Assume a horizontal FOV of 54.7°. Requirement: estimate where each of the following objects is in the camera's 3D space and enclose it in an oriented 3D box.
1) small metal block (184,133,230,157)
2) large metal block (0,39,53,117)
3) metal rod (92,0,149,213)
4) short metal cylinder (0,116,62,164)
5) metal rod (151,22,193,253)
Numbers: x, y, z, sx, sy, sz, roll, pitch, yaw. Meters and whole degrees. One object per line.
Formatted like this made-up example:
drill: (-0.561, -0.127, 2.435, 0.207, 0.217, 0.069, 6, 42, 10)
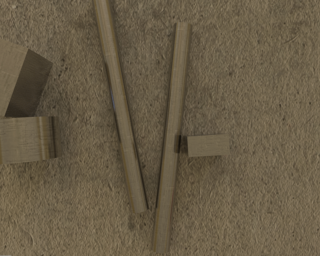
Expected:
small metal block: (0.059, 0.021, 0.398, 0.050, 0.050, 0.025, -4, 90, -1)
large metal block: (-0.182, -0.059, 0.380, 0.050, 0.080, 0.080, 19, 90, 0)
metal rod: (-0.054, -0.038, 0.409, 0.025, 0.025, 0.298, -10, 90, 0)
short metal cylinder: (-0.164, 0.014, 0.380, 0.081, 0.080, 0.050, -5, 90, -1)
metal rod: (0.016, 0.012, 0.410, 0.025, 0.025, 0.298, 6, 90, -1)
